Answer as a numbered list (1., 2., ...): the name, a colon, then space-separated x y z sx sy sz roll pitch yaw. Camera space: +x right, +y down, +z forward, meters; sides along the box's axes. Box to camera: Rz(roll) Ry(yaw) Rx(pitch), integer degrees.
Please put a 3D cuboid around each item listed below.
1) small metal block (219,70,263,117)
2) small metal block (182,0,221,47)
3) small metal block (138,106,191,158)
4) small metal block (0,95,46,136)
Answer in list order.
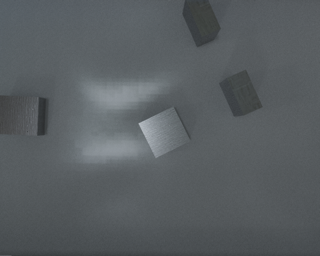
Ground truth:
1. small metal block: 0.103 -0.043 0.399 0.025 0.050 0.050 -24 90 0
2. small metal block: 0.052 -0.138 0.399 0.025 0.050 0.050 -24 90 0
3. small metal block: 0.006 0.005 0.411 0.050 0.025 0.050 -26 90 0
4. small metal block: -0.182 -0.016 0.410 0.050 0.025 0.050 3 90 0
